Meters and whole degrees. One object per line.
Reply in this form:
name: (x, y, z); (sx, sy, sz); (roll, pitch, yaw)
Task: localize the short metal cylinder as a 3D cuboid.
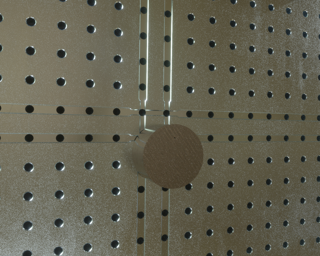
short metal cylinder: (0.009, 0.035, 0.404); (0.081, 0.050, 0.079); (0, 90, -21)
